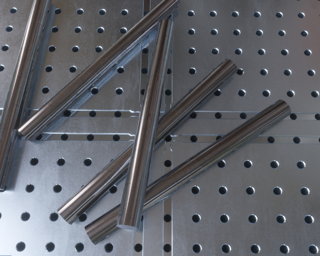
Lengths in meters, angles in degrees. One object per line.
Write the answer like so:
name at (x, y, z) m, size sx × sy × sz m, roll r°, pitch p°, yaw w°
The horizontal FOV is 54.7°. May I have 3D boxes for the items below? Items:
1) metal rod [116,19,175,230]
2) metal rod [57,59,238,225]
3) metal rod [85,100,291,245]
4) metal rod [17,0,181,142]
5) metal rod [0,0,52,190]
metal rod at (-0.012, -0.025, 0.398) m, size 0.025 × 0.025 × 0.300 m, roll 8°, pitch 62°, yaw 3°
metal rod at (-0.006, 0.009, 0.408) m, size 0.301 × 0.025 × 0.025 m, roll -42°, pitch 76°, yaw -14°
metal rod at (0.044, 0.049, 0.394) m, size 0.301 × 0.025 × 0.025 m, roll -32°, pitch 73°, yaw -11°
metal rod at (-0.077, -0.095, 0.445) m, size 0.025 × 0.025 × 0.301 m, roll 40°, pitch 74°, yaw 13°
metal rod at (-0.194, -0.065, 0.433) m, size 0.025 × 0.025 × 0.299 m, roll 5°, pitch 70°, yaw 1°
